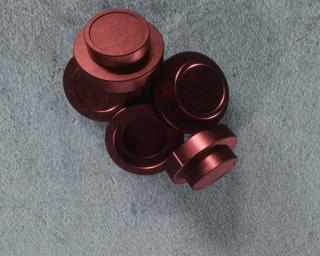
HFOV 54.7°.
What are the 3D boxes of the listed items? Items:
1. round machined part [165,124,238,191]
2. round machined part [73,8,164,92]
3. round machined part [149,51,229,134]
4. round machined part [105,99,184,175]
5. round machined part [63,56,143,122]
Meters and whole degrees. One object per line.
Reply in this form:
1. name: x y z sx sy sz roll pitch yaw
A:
1. round machined part: 0.058 0.043 0.389 0.098 0.098 0.042 -41 65 13
2. round machined part: -0.045 -0.090 0.337 0.099 0.098 0.042 1 152 -1
3. round machined part: 0.040 -0.043 0.364 0.099 0.042 0.097 1 86 -21
4. round machined part: -0.019 0.009 0.405 0.099 0.042 0.097 0 110 -1
5. round machined part: -0.071 -0.053 0.383 0.099 0.042 0.097 0 110 -1
